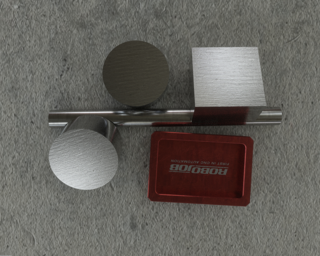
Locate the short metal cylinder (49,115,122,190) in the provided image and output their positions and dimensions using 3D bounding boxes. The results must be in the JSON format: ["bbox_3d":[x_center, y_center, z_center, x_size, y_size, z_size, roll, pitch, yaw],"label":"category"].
[{"bbox_3d":[-0.089,0.029,0.386,0.081,0.050,0.079,0,111,-1],"label":"short metal cylinder"}]

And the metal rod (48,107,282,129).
[{"bbox_3d":[0.007,-0.014,0.412,0.302,0.025,0.025,-1,90,0],"label":"metal rod"}]

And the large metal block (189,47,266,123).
[{"bbox_3d":[0.080,-0.053,0.387,0.081,0.050,0.080,-1,69,0],"label":"large metal block"}]

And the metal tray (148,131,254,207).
[{"bbox_3d":[0.052,0.052,0.408,0.131,0.030,0.089,3,90,0],"label":"metal tray"}]

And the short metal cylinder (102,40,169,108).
[{"bbox_3d":[-0.029,-0.066,0.398,0.081,0.050,0.080,0,90,0],"label":"short metal cylinder"}]
